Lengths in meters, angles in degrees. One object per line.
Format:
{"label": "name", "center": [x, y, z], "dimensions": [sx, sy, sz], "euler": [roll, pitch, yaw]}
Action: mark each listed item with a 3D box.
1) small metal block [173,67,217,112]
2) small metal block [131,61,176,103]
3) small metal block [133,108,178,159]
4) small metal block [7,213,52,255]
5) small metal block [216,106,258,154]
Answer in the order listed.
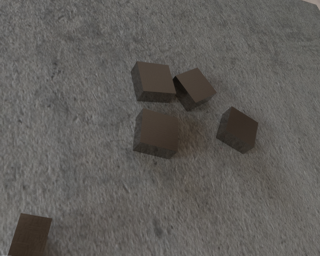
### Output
{"label": "small metal block", "center": [0.049, -0.059, 0.468], "dimensions": [0.050, 0.025, 0.050], "euler": [-27, 77, -37]}
{"label": "small metal block", "center": [-0.010, -0.064, 0.439], "dimensions": [0.050, 0.025, 0.050], "euler": [1, 61, -28]}
{"label": "small metal block", "center": [-0.005, 0.008, 0.398], "dimensions": [0.050, 0.025, 0.050], "euler": [16, 55, -20]}
{"label": "small metal block", "center": [-0.114, 0.105, 0.262], "dimensions": [0.025, 0.050, 0.050], "euler": [17, 55, -19]}
{"label": "small metal block", "center": [0.117, 0.003, 0.467], "dimensions": [0.050, 0.025, 0.050], "euler": [31, 52, -9]}
